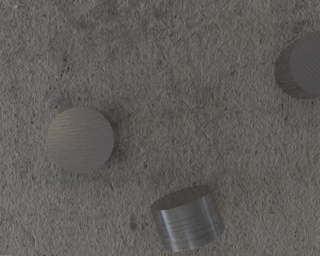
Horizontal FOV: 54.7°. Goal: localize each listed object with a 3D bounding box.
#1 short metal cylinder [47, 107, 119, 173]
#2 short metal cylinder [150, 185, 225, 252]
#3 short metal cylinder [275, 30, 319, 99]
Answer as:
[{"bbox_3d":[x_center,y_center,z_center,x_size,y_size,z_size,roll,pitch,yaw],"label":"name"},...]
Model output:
[{"bbox_3d":[-0.095,0.014,0.397,0.081,0.050,0.080,0,90,0],"label":"short metal cylinder"},{"bbox_3d":[0.034,0.109,0.383,0.080,0.080,0.050,-18,90,0],"label":"short metal cylinder"},{"bbox_3d":[0.197,-0.079,0.399,0.081,0.050,0.080,0,90,0],"label":"short metal cylinder"}]
